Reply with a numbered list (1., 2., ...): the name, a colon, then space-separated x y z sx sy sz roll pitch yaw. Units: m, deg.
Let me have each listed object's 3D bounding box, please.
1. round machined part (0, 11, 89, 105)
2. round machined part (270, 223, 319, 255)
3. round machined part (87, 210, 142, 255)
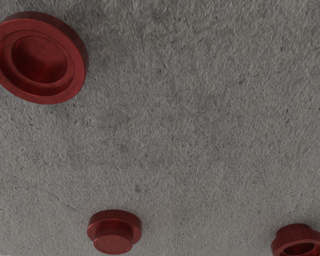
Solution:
1. round machined part: -0.125 -0.076 0.330 0.099 0.042 0.097 0 130 0
2. round machined part: 0.258 0.216 0.582 0.099 0.042 0.097 0 130 0
3. round machined part: -0.082 0.193 0.560 0.099 0.042 0.097 0 130 0
